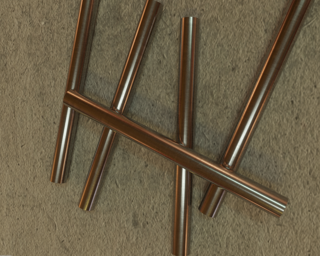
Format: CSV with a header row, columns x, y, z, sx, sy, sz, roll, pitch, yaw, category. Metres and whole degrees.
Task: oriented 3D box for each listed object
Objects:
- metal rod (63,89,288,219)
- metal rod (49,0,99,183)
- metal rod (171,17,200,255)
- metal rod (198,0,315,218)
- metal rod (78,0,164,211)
x,y,z,sx,sy,sz,roll,pitch,yaw,category
0.005,0.022,0.379,0.301,0.025,0.025,27,99,18,metal rod
-0.124,-0.067,0.452,0.025,0.025,0.298,12,94,19,metal rod
0.032,0.011,0.397,0.025,0.025,0.298,3,91,20,metal rod
0.115,-0.032,0.368,0.025,0.025,0.298,25,98,18,metal rod
-0.057,-0.026,0.428,0.025,0.025,0.298,22,97,18,metal rod
